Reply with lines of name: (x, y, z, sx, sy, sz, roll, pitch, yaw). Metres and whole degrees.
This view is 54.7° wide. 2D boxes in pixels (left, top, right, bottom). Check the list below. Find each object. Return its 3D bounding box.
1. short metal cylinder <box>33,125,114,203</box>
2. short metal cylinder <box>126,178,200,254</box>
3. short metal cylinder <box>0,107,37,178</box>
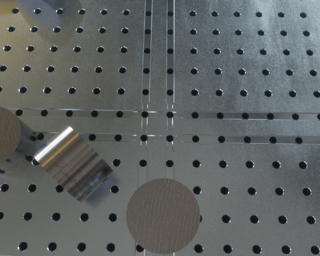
short metal cylinder: (-0.101, 0.042, 0.366, 0.080, 0.080, 0.050, 42, 75, 13)
short metal cylinder: (0.004, 0.103, 0.361, 0.081, 0.050, 0.080, 0, 70, 0)
short metal cylinder: (-0.205, 0.019, 0.390, 0.081, 0.050, 0.080, 0, 70, 0)
